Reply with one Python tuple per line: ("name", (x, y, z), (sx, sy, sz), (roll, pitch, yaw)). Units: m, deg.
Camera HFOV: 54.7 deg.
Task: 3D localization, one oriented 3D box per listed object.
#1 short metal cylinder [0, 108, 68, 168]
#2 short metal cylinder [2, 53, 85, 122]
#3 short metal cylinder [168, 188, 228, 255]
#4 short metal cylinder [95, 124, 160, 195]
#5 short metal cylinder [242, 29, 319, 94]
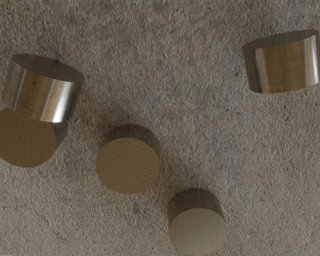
("short metal cylinder", (-0.165, 0.004, 0.396), (0.081, 0.050, 0.079), (0, 110, 0))
("short metal cylinder", (-0.135, -0.048, 0.362), (0.080, 0.080, 0.050), (21, 109, -8))
("short metal cylinder", (0.052, 0.134, 0.446), (0.081, 0.050, 0.079), (0, 110, 0))
("short metal cylinder", (-0.040, 0.040, 0.411), (0.081, 0.050, 0.079), (0, 110, 0))
("short metal cylinder", (0.139, -0.077, 0.353), (0.080, 0.080, 0.050), (-14, 110, 5))
